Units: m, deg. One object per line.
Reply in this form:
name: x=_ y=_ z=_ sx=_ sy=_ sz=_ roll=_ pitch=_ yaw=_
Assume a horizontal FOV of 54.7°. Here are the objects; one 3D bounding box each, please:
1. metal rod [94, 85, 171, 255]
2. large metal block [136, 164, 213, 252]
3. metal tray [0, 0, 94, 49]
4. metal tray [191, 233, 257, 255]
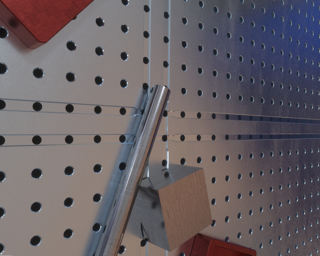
metal rod: x=-0.043 y=0.086 z=0.375 sx=0.025 sy=0.025 sz=0.299 roll=29 pitch=72 yaw=-37
large metal block: x=0.019 y=0.101 z=0.411 sx=0.081 sy=0.050 sz=0.079 roll=-18 pitch=102 yaw=-39
metal tray: x=-0.112 y=-0.156 z=0.312 sx=0.090 sy=0.030 sz=0.130 roll=51 pitch=60 yaw=-28
metal tray: x=0.098 y=0.226 z=0.491 sx=0.131 sy=0.030 sz=0.090 roll=29 pitch=72 yaw=-37
